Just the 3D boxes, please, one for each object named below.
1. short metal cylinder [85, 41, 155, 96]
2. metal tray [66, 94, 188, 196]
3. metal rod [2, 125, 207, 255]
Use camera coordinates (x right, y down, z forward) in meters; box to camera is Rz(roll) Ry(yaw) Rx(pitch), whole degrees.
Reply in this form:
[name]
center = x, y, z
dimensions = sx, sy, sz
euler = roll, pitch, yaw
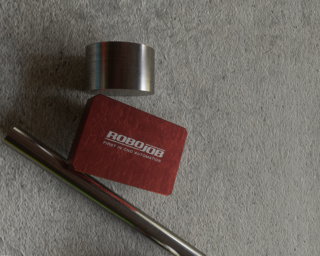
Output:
[short metal cylinder]
center = -0.046, -0.066, 0.363
dimensions = 0.081, 0.080, 0.050
euler = 1, 90, -20
[metal tray]
center = -0.036, 0.024, 0.380
dimensions = 0.131, 0.030, 0.090
euler = 21, 76, -26
[metal rod]
center = -0.056, 0.097, 0.388
dimensions = 0.301, 0.025, 0.025
euler = 39, 78, -16
